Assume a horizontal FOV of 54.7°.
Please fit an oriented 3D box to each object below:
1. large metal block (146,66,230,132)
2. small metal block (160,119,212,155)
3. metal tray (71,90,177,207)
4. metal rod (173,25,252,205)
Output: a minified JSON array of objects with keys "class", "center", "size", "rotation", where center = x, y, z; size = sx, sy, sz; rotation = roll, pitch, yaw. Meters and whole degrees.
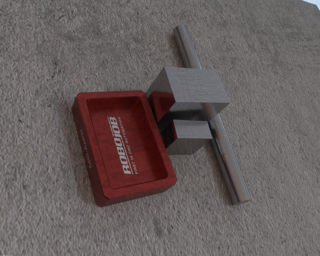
[{"class":"large metal block","center":[0.029,-0.034,0.407],"size":[0.081,0.080,0.050],"rotation":[-2,63,-30]},{"class":"small metal block","center":[0.030,0.013,0.398],"size":[0.050,0.050,0.025],"rotation":[2,61,-28]},{"class":"metal tray","center":[-0.044,0.018,0.366],"size":[0.091,0.030,0.130],"rotation":[-7,65,-31]},{"class":"metal rod","center":[0.071,-0.034,0.464],"size":[0.025,0.025,0.299],"rotation":[-1,62,-29]}]
